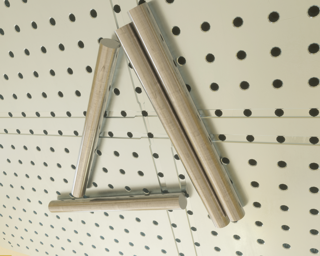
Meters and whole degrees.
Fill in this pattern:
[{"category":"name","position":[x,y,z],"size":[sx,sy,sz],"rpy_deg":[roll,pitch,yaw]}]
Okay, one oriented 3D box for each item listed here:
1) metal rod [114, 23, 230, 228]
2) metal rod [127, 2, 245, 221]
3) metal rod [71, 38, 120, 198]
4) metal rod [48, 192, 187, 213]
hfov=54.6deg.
[{"category":"metal rod","position":[0.023,0.009,0.404],"size":[0.025,0.025,0.299],"rpy_deg":[-16,111,34]},{"category":"metal rod","position":[0.040,-0.006,0.386],"size":[0.025,0.025,0.299],"rpy_deg":[-15,111,34]},{"category":"metal rod","position":[-0.104,0.006,0.470],"size":[0.025,0.025,0.298],"rpy_deg":[29,128,10]},{"category":"metal rod","position":[-0.090,0.133,0.541],"size":[0.300,0.025,0.025],"rpy_deg":[-11,113,33]}]
